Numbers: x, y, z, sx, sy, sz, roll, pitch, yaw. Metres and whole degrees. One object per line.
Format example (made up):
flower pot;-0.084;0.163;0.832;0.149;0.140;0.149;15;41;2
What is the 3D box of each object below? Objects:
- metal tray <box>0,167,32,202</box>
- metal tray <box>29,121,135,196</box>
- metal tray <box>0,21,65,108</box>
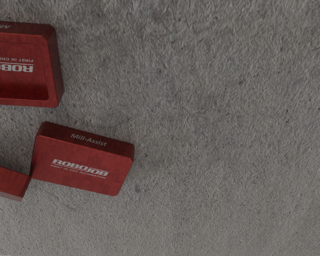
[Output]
metal tray;-0.252;0.067;0.431;0.131;0.030;0.090;23;155;-18
metal tray;-0.111;0.048;0.443;0.131;0.030;0.089;16;128;-14
metal tray;-0.180;-0.070;0.342;0.131;0.030;0.089;3;130;-3
